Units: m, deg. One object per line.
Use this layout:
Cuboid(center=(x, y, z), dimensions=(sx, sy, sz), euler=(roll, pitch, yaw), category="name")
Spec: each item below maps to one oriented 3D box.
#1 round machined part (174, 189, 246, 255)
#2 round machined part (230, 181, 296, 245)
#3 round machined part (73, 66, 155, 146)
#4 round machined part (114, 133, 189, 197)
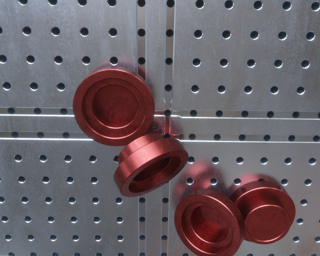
Cuboid(center=(0.073, 0.132, 0.439), dimensions=(0.098, 0.042, 0.097), euler=(9, 107, 30), category="round machined part")
Cuboid(center=(0.150, 0.130, 0.455), dimensions=(0.099, 0.042, 0.097), euler=(0, 110, -1), category="round machined part")
Cuboid(center=(-0.056, -0.030, 0.393), dimensions=(0.099, 0.042, 0.097), euler=(0, 110, -1), category="round machined part")
Cuboid(center=(-0.015, 0.044, 0.402), dimensions=(0.098, 0.098, 0.042), euler=(-41, 62, 13), category="round machined part")
